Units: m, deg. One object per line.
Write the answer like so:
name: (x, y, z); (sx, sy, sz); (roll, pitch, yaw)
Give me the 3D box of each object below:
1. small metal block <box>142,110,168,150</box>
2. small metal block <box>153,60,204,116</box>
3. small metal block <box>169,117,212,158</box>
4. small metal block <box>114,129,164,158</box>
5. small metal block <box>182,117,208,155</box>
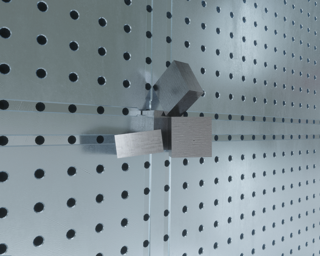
small metal block: (0.004, 0.003, 0.411); (0.050, 0.025, 0.050); (3, 88, -40)
small metal block: (0.022, -0.049, 0.397); (0.025, 0.050, 0.050); (4, 52, -39)
small metal block: (0.038, 0.011, 0.392); (0.050, 0.025, 0.050); (0, 90, -7)
small metal block: (-0.024, 0.017, 0.358); (0.050, 0.050, 0.025); (-7, 89, -5)
small metal block: (0.050, 0.012, 0.436); (0.050, 0.025, 0.050); (7, 85, -71)
